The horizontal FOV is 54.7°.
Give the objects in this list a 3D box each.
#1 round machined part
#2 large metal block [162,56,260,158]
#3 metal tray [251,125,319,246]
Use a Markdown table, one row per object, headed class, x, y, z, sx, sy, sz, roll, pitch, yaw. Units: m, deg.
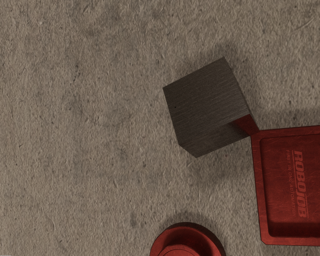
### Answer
| class | x | y | z | sx | sy | sz | roll | pitch | yaw |
| --- | --- | --- | --- | --- | --- | --- | --- | --- | --- |
| round machined part | 0.032 | 0.173 | 0.388 | 0.098 | 0.042 | 0.097 | 0 | 90 | 19 |
| large metal block | 0.058 | -0.022 | 0.360 | 0.080 | 0.050 | 0.080 | -25 | 58 | 18 |
| metal tray | 0.156 | 0.064 | 0.351 | 0.090 | 0.030 | 0.129 | -6 | 88 | 19 |
